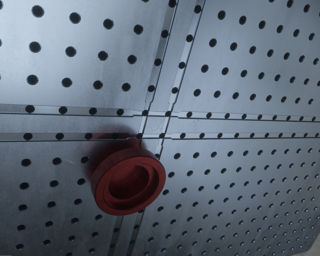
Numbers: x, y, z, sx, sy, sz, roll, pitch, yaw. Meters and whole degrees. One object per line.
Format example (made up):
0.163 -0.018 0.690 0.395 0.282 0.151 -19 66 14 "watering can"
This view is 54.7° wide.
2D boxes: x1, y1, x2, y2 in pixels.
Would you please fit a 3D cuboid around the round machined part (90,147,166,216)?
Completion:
-0.045 0.067 0.419 0.099 0.042 0.097 -14 125 -21 "round machined part"
